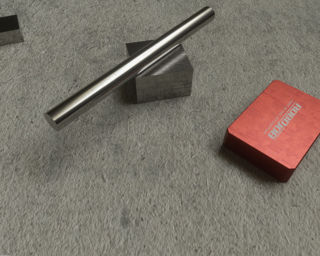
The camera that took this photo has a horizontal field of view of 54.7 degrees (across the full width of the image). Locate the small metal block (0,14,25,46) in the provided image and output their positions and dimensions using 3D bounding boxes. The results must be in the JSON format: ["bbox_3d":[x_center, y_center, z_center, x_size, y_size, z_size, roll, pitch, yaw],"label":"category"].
[{"bbox_3d":[-0.271,-0.171,0.543,0.050,0.025,0.050,-17,52,-14],"label":"small metal block"}]

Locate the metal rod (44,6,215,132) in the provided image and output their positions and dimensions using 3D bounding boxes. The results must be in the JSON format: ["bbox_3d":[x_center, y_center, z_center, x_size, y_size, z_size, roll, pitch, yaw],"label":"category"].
[{"bbox_3d":[-0.022,-0.093,0.416,0.025,0.025,0.302,34,57,24],"label":"metal rod"}]

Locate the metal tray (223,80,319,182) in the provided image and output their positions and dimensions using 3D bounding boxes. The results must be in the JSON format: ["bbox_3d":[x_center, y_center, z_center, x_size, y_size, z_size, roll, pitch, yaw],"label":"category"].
[{"bbox_3d":[0.156,-0.002,0.404,0.090,0.030,0.131,34,57,25],"label":"metal tray"}]

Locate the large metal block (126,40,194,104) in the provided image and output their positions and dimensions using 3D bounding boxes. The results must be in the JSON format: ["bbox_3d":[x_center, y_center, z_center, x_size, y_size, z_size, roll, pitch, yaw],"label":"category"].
[{"bbox_3d":[-0.003,-0.087,0.460,0.081,0.050,0.080,-10,51,-9],"label":"large metal block"}]
